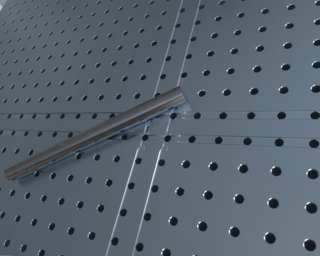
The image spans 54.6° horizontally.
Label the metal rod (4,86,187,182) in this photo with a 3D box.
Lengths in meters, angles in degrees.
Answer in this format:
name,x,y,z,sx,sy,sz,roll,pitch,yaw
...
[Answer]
name,x,y,z,sx,sy,sz,roll,pitch,yaw
metal rod,-0.102,0.013,0.454,0.300,0.025,0.025,-24,53,13
